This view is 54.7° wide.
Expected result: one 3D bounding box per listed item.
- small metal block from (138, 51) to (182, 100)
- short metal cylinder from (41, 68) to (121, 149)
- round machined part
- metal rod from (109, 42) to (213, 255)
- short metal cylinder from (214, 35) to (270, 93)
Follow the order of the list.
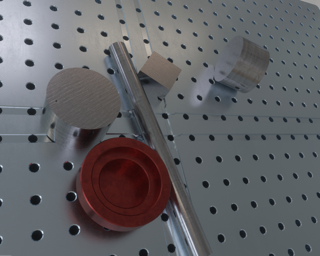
[{"bbox_3d":[-0.003,-0.078,0.454,0.050,0.025,0.050,33,51,-7],"label":"small metal block"},{"bbox_3d":[-0.092,-0.022,0.356,0.081,0.050,0.080,14,56,-21],"label":"short metal cylinder"},{"bbox_3d":[-0.041,0.062,0.337,0.099,0.042,0.098,14,56,-21],"label":"round machined part"},{"bbox_3d":[-0.007,0.014,0.395,0.025,0.025,0.299,-10,67,-32],"label":"metal rod"},{"bbox_3d":[0.132,-0.103,0.507,0.050,0.080,0.080,22,54,-15],"label":"short metal cylinder"}]
